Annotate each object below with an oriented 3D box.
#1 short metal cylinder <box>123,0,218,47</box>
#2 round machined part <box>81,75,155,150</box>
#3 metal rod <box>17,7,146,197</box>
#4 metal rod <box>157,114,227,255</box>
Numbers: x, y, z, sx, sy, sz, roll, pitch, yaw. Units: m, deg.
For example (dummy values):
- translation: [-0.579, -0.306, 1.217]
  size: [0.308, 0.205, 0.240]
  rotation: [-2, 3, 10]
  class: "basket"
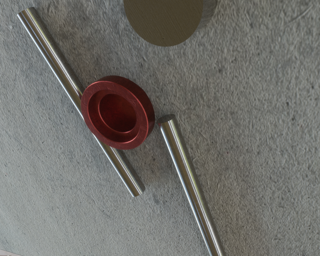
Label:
- translation: [0.012, -0.127, 0.305]
  size: [0.080, 0.050, 0.079]
  rotation: [13, 124, 20]
  class: "short metal cylinder"
- translation: [-0.051, -0.023, 0.407]
  size: [0.098, 0.042, 0.097]
  rotation: [13, 124, 20]
  class: "round machined part"
- translation: [-0.104, -0.026, 0.443]
  size: [0.025, 0.025, 0.299]
  rotation: [-18, 109, 35]
  class: "metal rod"
- translation: [0.058, 0.118, 0.447]
  size: [0.025, 0.025, 0.298]
  rotation: [-8, 115, 31]
  class: "metal rod"
